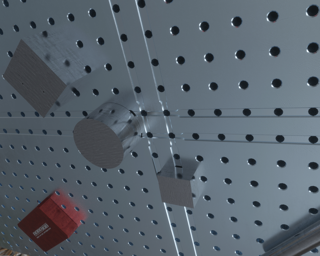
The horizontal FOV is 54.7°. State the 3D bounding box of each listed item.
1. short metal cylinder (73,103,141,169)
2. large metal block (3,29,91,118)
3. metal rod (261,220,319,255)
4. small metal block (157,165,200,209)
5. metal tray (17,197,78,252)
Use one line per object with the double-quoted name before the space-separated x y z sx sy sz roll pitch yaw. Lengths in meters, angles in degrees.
"short metal cylinder" -0.074 0.011 0.441 0.080 0.050 0.079 13 124 20
"large metal block" -0.159 -0.075 0.433 0.080 0.050 0.080 47 129 -5
"metal rod" 0.220 0.100 0.356 0.025 0.025 0.298 37 129 3
"small metal block" 0.027 0.085 0.450 0.050 0.025 0.050 5 121 25
"metal tray" -0.245 0.211 0.668 0.090 0.030 0.129 47 129 -5
